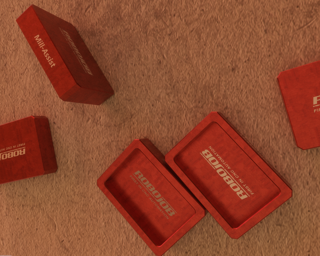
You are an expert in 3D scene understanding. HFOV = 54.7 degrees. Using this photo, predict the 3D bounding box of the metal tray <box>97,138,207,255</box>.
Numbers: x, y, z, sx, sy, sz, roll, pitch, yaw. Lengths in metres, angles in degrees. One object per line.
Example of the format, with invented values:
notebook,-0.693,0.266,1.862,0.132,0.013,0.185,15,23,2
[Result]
metal tray,-0.011,0.088,0.409,0.130,0.030,0.090,46,104,14

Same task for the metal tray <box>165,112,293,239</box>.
metal tray,0.080,0.055,0.377,0.090,0.030,0.130,-45,76,14

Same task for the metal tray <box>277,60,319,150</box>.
metal tray,0.205,-0.034,0.334,0.130,0.030,0.090,-16,85,19

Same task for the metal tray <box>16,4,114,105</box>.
metal tray,-0.124,-0.094,0.418,0.030,0.090,0.130,-35,79,17

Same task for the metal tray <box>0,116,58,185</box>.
metal tray,-0.231,0.039,0.488,0.130,0.030,0.090,-14,85,19
